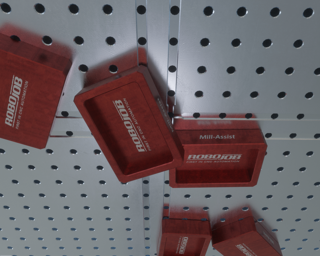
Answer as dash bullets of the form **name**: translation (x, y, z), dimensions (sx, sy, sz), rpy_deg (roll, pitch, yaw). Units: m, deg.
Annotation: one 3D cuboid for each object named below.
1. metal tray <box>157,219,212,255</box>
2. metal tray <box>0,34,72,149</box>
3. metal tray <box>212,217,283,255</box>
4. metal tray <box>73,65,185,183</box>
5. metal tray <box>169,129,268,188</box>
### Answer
- **metal tray**: translation (0.043, 0.227, 0.601), dimensions (0.091, 0.030, 0.129), rpy_deg (4, 130, -4)
- **metal tray**: translation (-0.169, -0.038, 0.375), dimensions (0.091, 0.030, 0.129), rpy_deg (19, 128, -16)
- **metal tray**: translation (0.170, 0.229, 0.604), dimensions (0.090, 0.030, 0.130), rpy_deg (-30, 124, 22)
- **metal tray**: translation (-0.034, -0.001, 0.384), dimensions (0.090, 0.030, 0.130), rpy_deg (-19, 112, 15)
- **metal tray**: translation (0.078, 0.046, 0.447), dimensions (0.131, 0.030, 0.089), rpy_deg (-1, 130, 0)
